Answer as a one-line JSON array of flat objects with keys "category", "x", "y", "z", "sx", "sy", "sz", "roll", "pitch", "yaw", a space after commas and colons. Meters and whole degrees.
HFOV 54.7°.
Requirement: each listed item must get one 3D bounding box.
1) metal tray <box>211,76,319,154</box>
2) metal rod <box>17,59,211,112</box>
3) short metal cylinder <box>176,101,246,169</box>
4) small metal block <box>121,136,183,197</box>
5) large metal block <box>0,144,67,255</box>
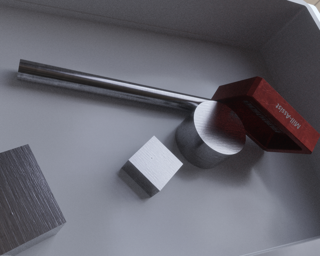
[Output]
[{"category": "metal tray", "x": 0.144, "y": -0.013, "z": 0.433, "sx": 0.130, "sy": 0.090, "sz": 0.030, "roll": 38, "pitch": 74, "yaw": -18}, {"category": "metal rod", "x": -0.027, "y": -0.047, "z": 0.420, "sx": 0.302, "sy": 0.025, "sz": 0.025, "roll": 9, "pitch": 58, "yaw": -24}, {"category": "short metal cylinder", "x": 0.069, "y": 0.010, "z": 0.423, "sx": 0.081, "sy": 0.050, "sz": 0.080, "roll": 14, "pitch": 56, "yaw": -21}, {"category": "small metal block", "x": -0.009, "y": 0.046, "z": 0.374, "sx": 0.050, "sy": 0.025, "sz": 0.050, "roll": 45, "pitch": 51, "yaw": 2}, {"category": "large metal block", "x": -0.142, "y": 0.071, "z": 0.270, "sx": 0.081, "sy": 0.050, "sz": 0.080, "roll": -21, "pitch": 73, "yaw": -36}]
